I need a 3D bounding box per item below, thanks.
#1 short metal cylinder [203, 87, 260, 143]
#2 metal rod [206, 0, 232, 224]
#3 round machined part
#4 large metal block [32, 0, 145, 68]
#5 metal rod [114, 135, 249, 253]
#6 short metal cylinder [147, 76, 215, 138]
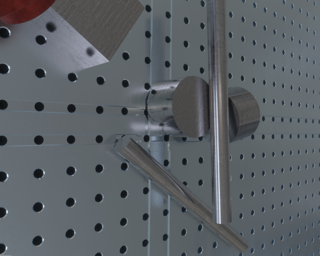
[{"bbox_3d":[0.098,-0.018,0.455,0.050,0.080,0.079,-15,100,-39],"label":"short metal cylinder"},{"bbox_3d":[0.078,-0.025,0.408,0.025,0.025,0.298,-4,93,-40],"label":"metal rod"},{"bbox_3d":[-0.125,-0.129,0.265,0.098,0.098,0.042,-66,154,-19],"label":"round machined part"},{"bbox_3d":[-0.076,-0.124,0.329,0.080,0.050,0.080,42,65,-32],"label":"large metal block"},{"bbox_3d":[0.047,0.109,0.448,0.300,0.025,0.025,44,63,-31],"label":"metal rod"},{"bbox_3d":[0.029,-0.027,0.417,0.081,0.050,0.080,0,90,-40],"label":"short metal cylinder"}]
